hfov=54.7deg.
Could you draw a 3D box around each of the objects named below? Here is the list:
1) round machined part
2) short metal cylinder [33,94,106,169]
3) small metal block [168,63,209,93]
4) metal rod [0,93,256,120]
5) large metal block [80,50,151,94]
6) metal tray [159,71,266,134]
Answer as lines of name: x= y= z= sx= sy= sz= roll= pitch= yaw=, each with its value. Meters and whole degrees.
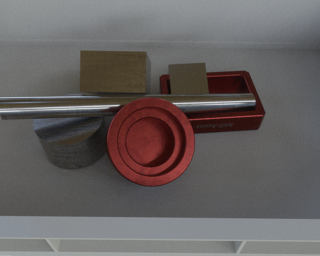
round machined part: x=-0.013 y=0.017 z=0.357 sx=0.099 sy=0.042 sz=0.097 roll=2 pitch=83 yaw=-15
short metal cylinder: x=-0.107 y=0.004 z=0.381 sx=0.081 sy=0.050 sz=0.080 roll=0 pitch=50 yaw=0
small metal block: x=0.038 y=-0.061 z=0.427 sx=0.050 sy=0.025 sz=0.050 roll=-4 pitch=76 yaw=-3
metal rod: x=-0.023 y=-0.028 z=0.372 sx=0.303 sy=0.025 sz=0.025 roll=-3 pitch=49 yaw=-17
large metal block: x=-0.056 y=-0.070 z=0.416 sx=0.080 sy=0.080 sz=0.050 roll=2 pitch=92 yaw=2
metal tray: x=0.068 y=-0.037 z=0.431 sx=0.131 sy=0.030 sz=0.090 roll=-3 pitch=50 yaw=-4
